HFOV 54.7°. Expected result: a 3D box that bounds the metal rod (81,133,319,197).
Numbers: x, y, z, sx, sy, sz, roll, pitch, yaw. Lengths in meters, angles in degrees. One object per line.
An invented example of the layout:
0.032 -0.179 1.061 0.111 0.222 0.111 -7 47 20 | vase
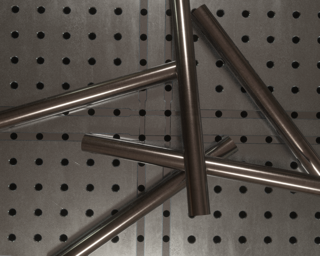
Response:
0.047 0.045 0.389 0.301 0.025 0.025 10 90 9 | metal rod

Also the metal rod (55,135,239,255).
-0.026 0.106 0.413 0.301 0.025 0.025 -35 90 -1 | metal rod

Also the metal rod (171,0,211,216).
0.035 -0.047 0.383 0.025 0.025 0.299 -4 78 -1 | metal rod

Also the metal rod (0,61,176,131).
-0.118 -0.037 0.411 0.302 0.025 0.025 -16 90 -1 | metal rod

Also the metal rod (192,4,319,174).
0.141 -0.037 0.415 0.025 0.025 0.299 -37 90 0 | metal rod
